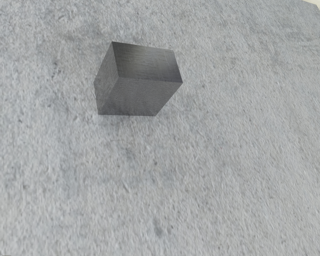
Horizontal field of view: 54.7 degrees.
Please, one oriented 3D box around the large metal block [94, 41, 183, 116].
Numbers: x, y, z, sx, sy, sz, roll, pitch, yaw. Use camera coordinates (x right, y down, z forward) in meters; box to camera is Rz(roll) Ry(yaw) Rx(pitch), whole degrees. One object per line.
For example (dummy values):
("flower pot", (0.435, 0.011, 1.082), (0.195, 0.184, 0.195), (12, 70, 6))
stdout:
("large metal block", (-0.030, -0.057, 0.388), (0.081, 0.080, 0.050), (1, 62, -28))
